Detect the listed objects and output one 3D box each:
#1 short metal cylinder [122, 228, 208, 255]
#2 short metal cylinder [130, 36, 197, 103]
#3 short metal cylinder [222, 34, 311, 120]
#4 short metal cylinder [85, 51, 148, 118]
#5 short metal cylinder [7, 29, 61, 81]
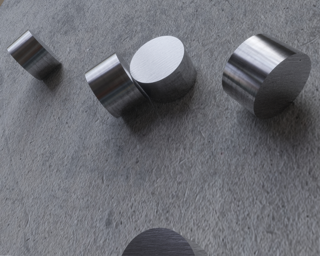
[{"bbox_3d":[0.006,0.142,0.297,0.080,0.050,0.080,-13,56,21],"label":"short metal cylinder"},{"bbox_3d":[0.005,-0.082,0.435,0.080,0.050,0.080,-13,56,21],"label":"short metal cylinder"},{"bbox_3d":[0.116,-0.056,0.342,0.080,0.080,0.050,-42,51,0],"label":"short metal cylinder"},{"bbox_3d":[-0.060,-0.060,0.437,0.050,0.080,0.080,-33,52,7],"label":"short metal cylinder"},{"bbox_3d":[-0.231,-0.134,0.573,0.050,0.080,0.080,-42,51,-1],"label":"short metal cylinder"}]
